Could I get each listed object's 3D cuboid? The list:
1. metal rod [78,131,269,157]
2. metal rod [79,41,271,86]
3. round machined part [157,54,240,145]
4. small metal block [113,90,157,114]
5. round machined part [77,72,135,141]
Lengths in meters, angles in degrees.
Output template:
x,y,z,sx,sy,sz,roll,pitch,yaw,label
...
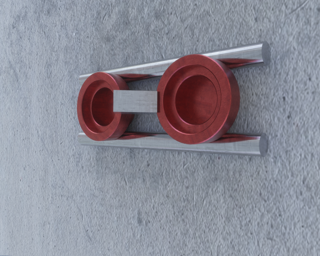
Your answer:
x,y,z,sx,sy,sz,roll,pitch,yaw,label
-0.009,0.017,0.413,0.300,0.025,0.025,0,90,40,metal rod
-0.007,-0.077,0.412,0.300,0.025,0.025,0,90,40,metal rod
0.046,-0.031,0.351,0.098,0.042,0.097,0,90,40,round machined part
-0.031,-0.031,0.382,0.050,0.050,0.025,178,93,-83,small metal block
-0.074,-0.030,0.451,0.098,0.042,0.097,0,90,40,round machined part
